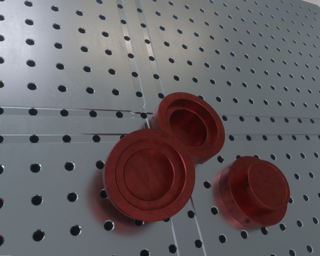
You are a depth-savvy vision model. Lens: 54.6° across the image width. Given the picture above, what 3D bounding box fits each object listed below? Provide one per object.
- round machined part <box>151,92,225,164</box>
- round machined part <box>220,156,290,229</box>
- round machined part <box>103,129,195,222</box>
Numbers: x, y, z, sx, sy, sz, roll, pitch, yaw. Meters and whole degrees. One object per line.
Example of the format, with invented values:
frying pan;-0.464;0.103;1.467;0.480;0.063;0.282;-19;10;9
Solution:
round machined part;0.033;0.004;0.411;0.099;0.042;0.098;15;53;-21
round machined part;0.134;0.082;0.419;0.099;0.042;0.098;13;56;-21
round machined part;-0.014;0.053;0.345;0.099;0.042;0.098;4;76;-16
